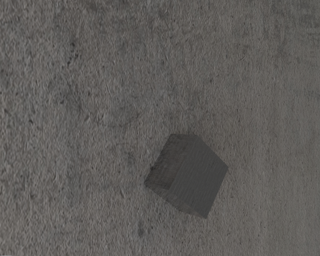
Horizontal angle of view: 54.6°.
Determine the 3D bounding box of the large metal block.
[{"bbox_3d":[0.038,0.064,0.419,0.080,0.050,0.080,43,64,-31],"label":"large metal block"}]
